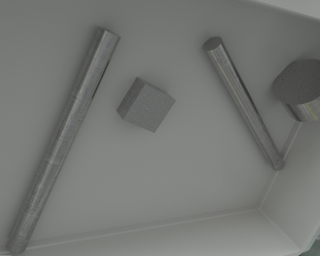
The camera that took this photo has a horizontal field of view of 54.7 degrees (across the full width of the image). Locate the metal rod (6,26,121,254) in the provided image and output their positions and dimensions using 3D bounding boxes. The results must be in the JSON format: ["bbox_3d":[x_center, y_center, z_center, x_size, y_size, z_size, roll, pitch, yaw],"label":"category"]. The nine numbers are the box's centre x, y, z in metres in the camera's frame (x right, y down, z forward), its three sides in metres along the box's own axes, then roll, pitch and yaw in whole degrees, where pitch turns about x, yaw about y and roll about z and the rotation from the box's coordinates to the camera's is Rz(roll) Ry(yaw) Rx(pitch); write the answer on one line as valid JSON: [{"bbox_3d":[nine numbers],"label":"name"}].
[{"bbox_3d":[-0.119,0.027,0.361,0.025,0.025,0.298,16,110,-35],"label":"metal rod"}]

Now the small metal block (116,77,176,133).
[{"bbox_3d":[-0.017,-0.028,0.384,0.050,0.025,0.050,24,105,-37],"label":"small metal block"}]

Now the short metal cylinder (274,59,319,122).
[{"bbox_3d":[0.219,-0.055,0.462,0.080,0.080,0.050,-47,130,5],"label":"short metal cylinder"}]

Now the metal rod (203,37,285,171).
[{"bbox_3d":[0.141,-0.018,0.477,0.025,0.025,0.300,-42,130,0],"label":"metal rod"}]
